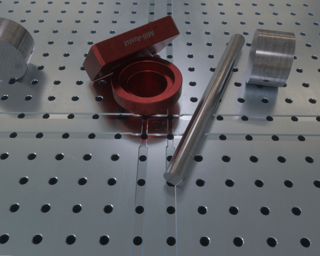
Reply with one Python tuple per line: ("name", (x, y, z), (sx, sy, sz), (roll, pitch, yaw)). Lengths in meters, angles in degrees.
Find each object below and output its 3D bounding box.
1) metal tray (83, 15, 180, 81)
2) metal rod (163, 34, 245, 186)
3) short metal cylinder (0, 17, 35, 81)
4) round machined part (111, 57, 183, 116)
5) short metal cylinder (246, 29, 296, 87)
("metal tray", (-0.045, -0.118, 0.464), (0.131, 0.090, 0.030), (-29, 95, -22))
("metal rod", (0.075, -0.046, 0.446), (0.025, 0.025, 0.301), (18, 52, 15))
("short metal cylinder", (-0.238, -0.118, 0.470), (0.081, 0.080, 0.050), (0, 50, 0))
("round machined part", (-0.018, -0.056, 0.443), (0.099, 0.042, 0.098), (0, 50, 0))
("short metal cylinder", (0.162, -0.103, 0.460), (0.050, 0.080, 0.080), (9, 51, 7))
